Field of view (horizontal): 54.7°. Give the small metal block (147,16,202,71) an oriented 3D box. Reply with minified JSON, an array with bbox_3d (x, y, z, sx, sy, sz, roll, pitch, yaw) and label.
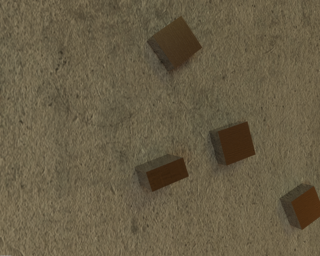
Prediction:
[{"bbox_3d":[0.020,-0.113,0.416,0.050,0.025,0.050,-40,103,-16],"label":"small metal block"}]

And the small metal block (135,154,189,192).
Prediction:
[{"bbox_3d":[0.001,0.056,0.396,0.050,0.050,0.025,-20,97,-19],"label":"small metal block"}]

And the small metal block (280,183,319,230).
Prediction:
[{"bbox_3d":[0.226,0.124,0.493,0.050,0.025,0.050,-27,99,-18],"label":"small metal block"}]

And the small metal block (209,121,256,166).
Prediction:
[{"bbox_3d":[0.105,0.021,0.447,0.050,0.025,0.050,-17,96,-19],"label":"small metal block"}]
